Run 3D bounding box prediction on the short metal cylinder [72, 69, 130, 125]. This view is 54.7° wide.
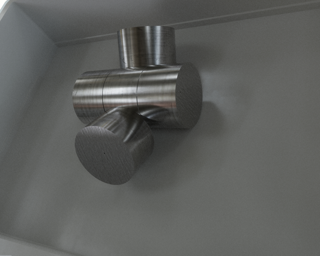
[{"bbox_3d":[-0.074,-0.041,0.433,0.050,0.080,0.080,1,62,29],"label":"short metal cylinder"}]

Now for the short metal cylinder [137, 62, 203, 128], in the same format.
[{"bbox_3d":[0.015,-0.040,0.385,0.050,0.080,0.080,1,62,29],"label":"short metal cylinder"}]

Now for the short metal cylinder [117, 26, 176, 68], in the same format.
[{"bbox_3d":[-0.018,-0.111,0.437,0.080,0.080,0.050,2,101,29],"label":"short metal cylinder"}]

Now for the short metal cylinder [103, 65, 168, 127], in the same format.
[{"bbox_3d":[-0.030,-0.041,0.409,0.050,0.080,0.080,1,62,29],"label":"short metal cylinder"}]

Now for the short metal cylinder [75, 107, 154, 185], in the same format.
[{"bbox_3d":[-0.054,0.021,0.374,0.080,0.080,0.050,0,28,28],"label":"short metal cylinder"}]
